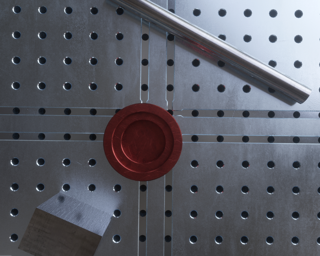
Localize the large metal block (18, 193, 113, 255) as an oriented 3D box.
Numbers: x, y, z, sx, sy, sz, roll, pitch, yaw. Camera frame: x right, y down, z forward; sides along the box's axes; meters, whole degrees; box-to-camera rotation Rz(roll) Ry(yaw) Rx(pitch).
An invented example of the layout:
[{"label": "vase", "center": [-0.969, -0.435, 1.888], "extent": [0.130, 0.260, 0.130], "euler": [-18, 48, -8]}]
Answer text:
[{"label": "large metal block", "center": [-0.111, 0.127, 0.385], "extent": [0.080, 0.080, 0.050], "euler": [24, 90, 0]}]

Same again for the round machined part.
[{"label": "round machined part", "center": [-0.021, 0.017, 0.405], "extent": [0.099, 0.042, 0.097], "euler": [0, 90, 0]}]

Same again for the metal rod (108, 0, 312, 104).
[{"label": "metal rod", "center": [0.062, -0.114, 0.413], "extent": [0.301, 0.025, 0.025], "euler": [28, 90, 0]}]
